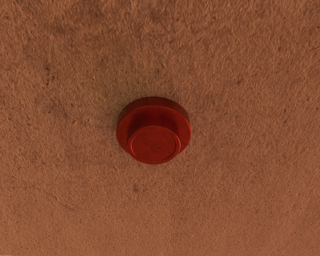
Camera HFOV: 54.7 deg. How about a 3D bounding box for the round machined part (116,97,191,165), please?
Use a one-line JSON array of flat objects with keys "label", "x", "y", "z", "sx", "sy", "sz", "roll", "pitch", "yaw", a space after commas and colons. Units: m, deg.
[{"label": "round machined part", "x": -0.008, "y": 0.010, "z": 0.406, "sx": 0.099, "sy": 0.042, "sz": 0.097, "roll": -1, "pitch": 130, "yaw": 0}]
